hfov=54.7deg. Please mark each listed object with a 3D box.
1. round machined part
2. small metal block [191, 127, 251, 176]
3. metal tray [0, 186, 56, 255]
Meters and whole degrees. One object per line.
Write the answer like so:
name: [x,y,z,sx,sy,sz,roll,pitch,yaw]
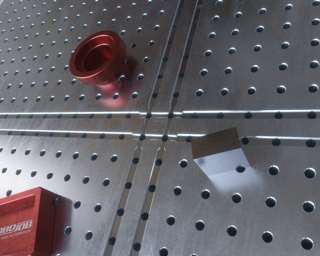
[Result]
round machined part: [-0.097,-0.110,0.514,0.098,0.042,0.098,-13,56,20]
small metal block: [0.067,0.027,0.340,0.050,0.050,0.025,-16,56,19]
metal tray: [-0.208,0.141,0.424,0.130,0.030,0.090,-19,55,17]
